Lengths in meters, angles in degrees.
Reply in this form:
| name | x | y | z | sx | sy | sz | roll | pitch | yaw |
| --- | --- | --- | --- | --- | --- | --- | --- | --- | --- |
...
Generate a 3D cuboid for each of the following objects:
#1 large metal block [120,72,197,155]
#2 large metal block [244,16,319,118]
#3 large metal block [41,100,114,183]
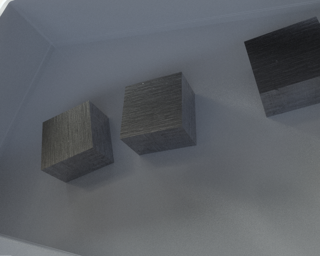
| name | x | y | z | sx | sy | sz | roll | pitch | yaw |
| --- | --- | --- | --- | --- | --- | --- | --- | --- | --- |
| large metal block | 0.000 | -0.017 | 0.399 | 0.080 | 0.050 | 0.080 | -12 | 57 | 21 |
| large metal block | 0.149 | -0.068 | 0.353 | 0.080 | 0.050 | 0.080 | -16 | 55 | 18 |
| large metal block | -0.117 | 0.020 | 0.437 | 0.080 | 0.050 | 0.080 | -23 | 53 | 13 |
